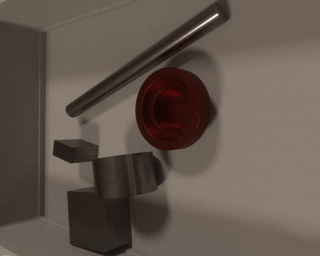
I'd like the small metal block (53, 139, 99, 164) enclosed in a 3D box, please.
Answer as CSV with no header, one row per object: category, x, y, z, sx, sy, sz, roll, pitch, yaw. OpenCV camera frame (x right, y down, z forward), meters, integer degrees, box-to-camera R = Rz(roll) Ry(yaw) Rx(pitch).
small metal block,-0.136,0.036,0.500,0.050,0.050,0.025,15,100,38

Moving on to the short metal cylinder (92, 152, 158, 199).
short metal cylinder,-0.046,0.062,0.407,0.080,0.081,0.050,-13,82,39

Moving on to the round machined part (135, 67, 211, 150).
round machined part,0.020,-0.023,0.378,0.098,0.042,0.097,0,90,39

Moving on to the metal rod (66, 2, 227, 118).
metal rod,-0.040,-0.080,0.437,0.299,0.025,0.025,-25,75,37

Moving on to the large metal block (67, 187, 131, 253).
large metal block,-0.092,0.132,0.463,0.080,0.050,0.080,-8,85,40
